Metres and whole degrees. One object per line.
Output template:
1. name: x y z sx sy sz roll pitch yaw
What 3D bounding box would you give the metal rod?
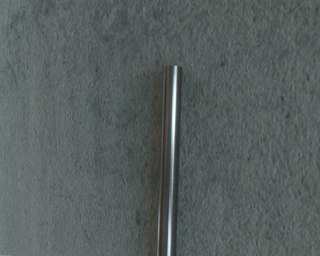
1. metal rod: 0.011 0.072 0.393 0.025 0.025 0.298 3 92 39
